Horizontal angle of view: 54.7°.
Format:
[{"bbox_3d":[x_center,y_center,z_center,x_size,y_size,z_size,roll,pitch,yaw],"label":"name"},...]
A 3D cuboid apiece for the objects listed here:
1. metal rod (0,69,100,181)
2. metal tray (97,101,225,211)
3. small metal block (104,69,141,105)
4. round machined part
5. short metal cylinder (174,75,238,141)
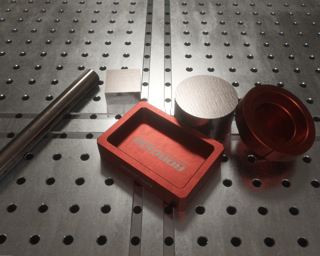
[{"bbox_3d":[-0.174,0.021,0.387,0.025,0.025,0.301,22,53,17],"label":"metal rod"},{"bbox_3d":[0.000,0.028,0.380,0.130,0.030,0.090,30,56,23],"label":"metal tray"},{"bbox_3d":[-0.054,-0.061,0.459,0.050,0.025,0.050,-2,50,-2],"label":"small metal block"},{"bbox_3d":[0.138,-0.003,0.388,0.099,0.042,0.098,8,61,-14],"label":"round machined part"},{"bbox_3d":[0.059,-0.026,0.414,0.081,0.050,0.080,0,50,0],"label":"short metal cylinder"}]
